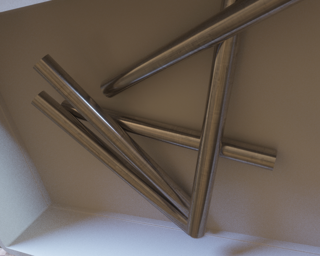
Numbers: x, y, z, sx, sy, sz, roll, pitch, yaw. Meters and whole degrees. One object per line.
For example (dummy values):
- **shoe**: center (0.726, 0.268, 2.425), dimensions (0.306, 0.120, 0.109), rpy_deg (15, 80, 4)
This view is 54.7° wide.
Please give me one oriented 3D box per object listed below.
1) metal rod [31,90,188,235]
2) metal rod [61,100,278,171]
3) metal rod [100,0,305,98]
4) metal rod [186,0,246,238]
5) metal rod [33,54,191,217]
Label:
- **metal rod**: center (-0.059, 0.056, 0.452), dimensions (0.300, 0.025, 0.025), rpy_deg (42, 129, -9)
- **metal rod**: center (-0.003, 0.004, 0.411), dimensions (0.301, 0.025, 0.025), rpy_deg (14, 124, 20)
- **metal rod**: center (0.033, -0.085, 0.306), dimensions (0.299, 0.025, 0.025), rpy_deg (-18, 110, 45)
- **metal rod**: center (0.060, 0.002, 0.350), dimensions (0.025, 0.025, 0.298), rpy_deg (15, 116, 19)
- **metal rod**: center (-0.045, 0.024, 0.416), dimensions (0.025, 0.025, 0.300), rpy_deg (-30, 111, 37)
